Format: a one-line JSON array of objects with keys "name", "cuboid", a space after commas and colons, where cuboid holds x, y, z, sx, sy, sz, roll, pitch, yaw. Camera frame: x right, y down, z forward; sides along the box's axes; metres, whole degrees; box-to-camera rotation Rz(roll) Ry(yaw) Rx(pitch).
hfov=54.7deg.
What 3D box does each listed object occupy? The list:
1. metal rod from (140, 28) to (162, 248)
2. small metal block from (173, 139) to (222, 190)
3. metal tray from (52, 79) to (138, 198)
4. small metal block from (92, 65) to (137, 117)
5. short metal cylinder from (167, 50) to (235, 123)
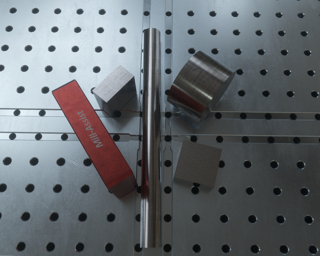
[{"name": "metal rod", "cuboid": [-0.011, -0.001, 0.411, 0.025, 0.025, 0.299, 0, 70, -1]}, {"name": "small metal block", "cuboid": [0.048, 0.047, 0.396, 0.050, 0.025, 0.050, 14, 71, 5]}, {"name": "metal tray", "cuboid": [-0.075, 0.016, 0.370, 0.030, 0.090, 0.130, -31, 73, -11]}, {"name": "small metal block", "cuboid": [-0.059, -0.048, 0.414, 0.025, 0.050, 0.050, 40, 75, 13]}, {"name": "short metal cylinder", "cuboid": [0.053, -0.053, 0.402, 0.050, 0.080, 0.080, 36, 74, 12]}]
